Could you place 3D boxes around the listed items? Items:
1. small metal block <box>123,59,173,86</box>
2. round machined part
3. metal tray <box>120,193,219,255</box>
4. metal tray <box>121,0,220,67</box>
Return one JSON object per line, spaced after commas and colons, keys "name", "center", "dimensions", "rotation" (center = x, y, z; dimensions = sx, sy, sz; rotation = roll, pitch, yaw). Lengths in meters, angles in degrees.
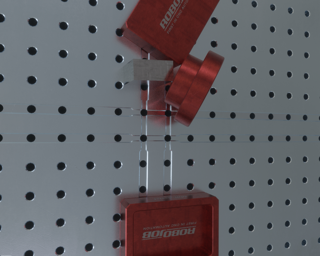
{"name": "small metal block", "center": [-0.016, -0.069, 0.394], "dimensions": [0.050, 0.050, 0.025], "rotation": [-2, 91, -20]}
{"name": "round machined part", "center": [0.039, -0.054, 0.392], "dimensions": [0.042, 0.098, 0.098], "rotation": [27, 81, 2]}
{"name": "metal tray", "center": [0.014, 0.138, 0.415], "dimensions": [0.131, 0.030, 0.089], "rotation": [0, 90, -20]}
{"name": "metal tray", "center": [0.018, -0.159, 0.417], "dimensions": [0.090, 0.030, 0.130], "rotation": [32, 79, -17]}
